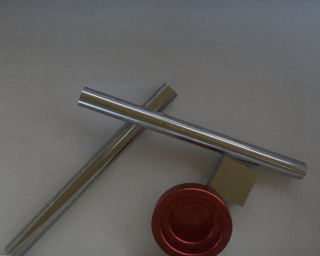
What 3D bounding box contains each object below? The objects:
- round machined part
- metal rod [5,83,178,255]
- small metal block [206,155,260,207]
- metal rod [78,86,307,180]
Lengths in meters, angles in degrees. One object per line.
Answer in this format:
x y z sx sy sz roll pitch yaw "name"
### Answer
0.040 0.116 0.398 0.099 0.042 0.097 1 100 5 "round machined part"
-0.089 0.057 0.410 0.025 0.025 0.300 44 90 -1 "metal rod"
0.096 0.069 0.413 0.050 0.025 0.050 27 90 -1 "small metal block"
0.047 0.010 0.394 0.302 0.025 0.025 19 90 -8 "metal rod"
